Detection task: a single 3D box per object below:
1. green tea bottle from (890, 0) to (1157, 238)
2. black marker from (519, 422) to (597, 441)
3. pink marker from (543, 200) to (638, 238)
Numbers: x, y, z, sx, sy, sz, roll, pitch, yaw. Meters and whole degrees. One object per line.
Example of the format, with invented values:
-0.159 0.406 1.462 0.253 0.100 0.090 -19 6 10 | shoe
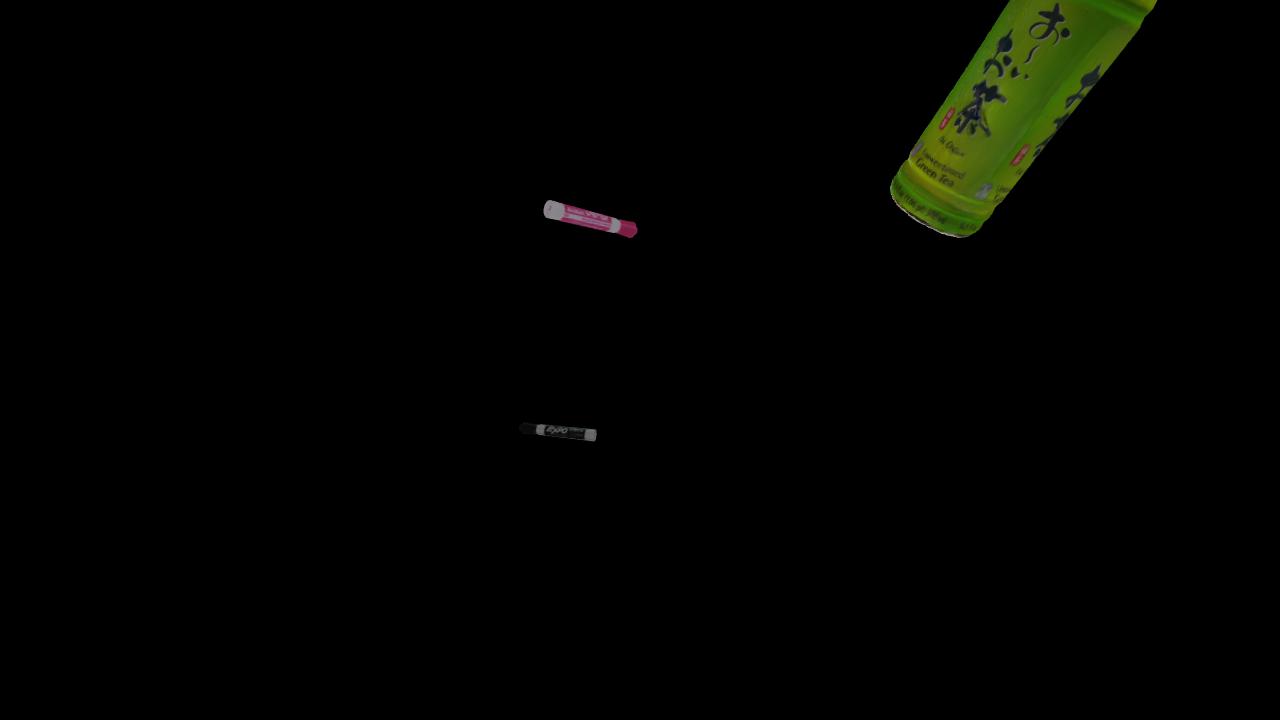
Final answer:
0.239 -0.179 0.372 0.073 0.212 0.073 13 39 -11 | green tea bottle
-0.128 0.111 0.954 0.121 0.020 0.020 5 1 7 | black marker
-0.051 -0.155 0.683 0.121 0.020 0.020 4 -3 -41 | pink marker
